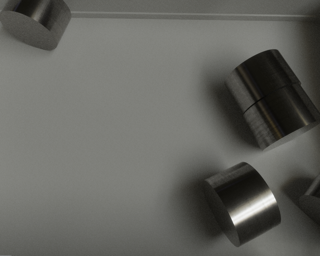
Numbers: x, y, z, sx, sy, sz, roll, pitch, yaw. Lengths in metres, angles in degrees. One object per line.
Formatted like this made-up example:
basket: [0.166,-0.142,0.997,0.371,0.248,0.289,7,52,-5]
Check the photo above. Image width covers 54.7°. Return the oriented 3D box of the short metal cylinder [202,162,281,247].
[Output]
short metal cylinder: [0.089,0.085,0.351,0.050,0.080,0.080,-24,72,-9]

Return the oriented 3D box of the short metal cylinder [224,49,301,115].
short metal cylinder: [0.132,-0.056,0.403,0.080,0.080,0.050,-23,72,-9]

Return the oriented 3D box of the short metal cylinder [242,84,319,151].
short metal cylinder: [0.152,-0.011,0.386,0.080,0.080,0.050,-23,72,-9]

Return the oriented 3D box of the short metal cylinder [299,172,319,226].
short metal cylinder: [0.210,0.087,0.351,0.080,0.080,0.050,42,75,13]

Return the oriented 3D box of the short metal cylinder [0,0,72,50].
short metal cylinder: [-0.173,-0.155,0.435,0.080,0.080,0.050,16,71,5]
